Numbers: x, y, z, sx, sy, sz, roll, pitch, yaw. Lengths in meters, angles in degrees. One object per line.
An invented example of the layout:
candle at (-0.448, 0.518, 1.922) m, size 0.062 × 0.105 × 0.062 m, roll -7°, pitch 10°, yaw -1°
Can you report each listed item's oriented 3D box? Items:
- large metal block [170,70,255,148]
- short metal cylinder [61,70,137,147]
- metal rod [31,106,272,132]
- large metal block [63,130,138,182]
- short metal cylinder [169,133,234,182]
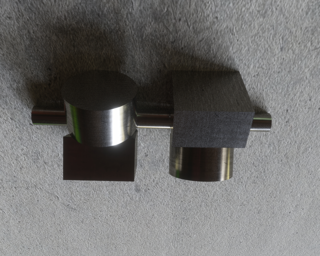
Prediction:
large metal block at (0.054, -0.023, 0.353) m, size 0.081 × 0.080 × 0.050 m, roll 1°, pitch 130°, yaw -1°
short metal cylinder at (-0.066, -0.024, 0.351) m, size 0.081 × 0.080 × 0.050 m, roll 3°, pitch 130°, yaw -3°
metal rod at (-0.009, -0.012, 0.401) m, size 0.302 × 0.025 × 0.025 m, roll 2°, pitch 130°, yaw -2°
large metal block at (-0.070, 0.031, 0.391) m, size 0.081 × 0.080 × 0.050 m, roll 2°, pitch 96°, yaw -2°
short metal cylinder at (0.052, 0.033, 0.393) m, size 0.081 × 0.080 × 0.050 m, roll 1°, pitch 95°, yaw -1°
